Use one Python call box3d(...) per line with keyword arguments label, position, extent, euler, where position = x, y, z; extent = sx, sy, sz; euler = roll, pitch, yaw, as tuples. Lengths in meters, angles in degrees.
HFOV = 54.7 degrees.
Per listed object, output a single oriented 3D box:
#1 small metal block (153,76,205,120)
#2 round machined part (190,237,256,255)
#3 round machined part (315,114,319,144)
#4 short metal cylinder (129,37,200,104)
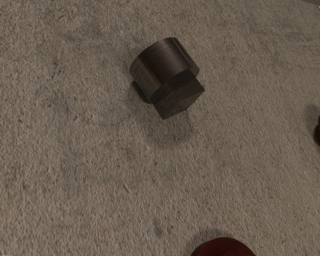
box3d(label="small metal block", position=(0.026, -0.041, 0.429), extent=(0.050, 0.050, 0.025), euler=(-25, 76, -37))
box3d(label="round machined part", position=(0.079, 0.168, 0.334), extent=(0.099, 0.042, 0.098), euler=(14, 56, -21))
box3d(label="round machined part", position=(0.326, 0.012, 0.565), extent=(0.099, 0.042, 0.098), euler=(14, 56, -21))
box3d(label="short metal cylinder", position=(0.006, -0.076, 0.420), extent=(0.081, 0.080, 0.050), euler=(-25, 76, -37))
